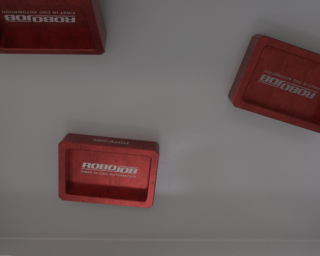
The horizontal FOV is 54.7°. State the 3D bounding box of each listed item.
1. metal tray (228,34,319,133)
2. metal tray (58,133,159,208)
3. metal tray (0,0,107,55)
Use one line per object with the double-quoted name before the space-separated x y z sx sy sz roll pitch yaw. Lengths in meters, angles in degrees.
"metal tray" 0.164 -0.054 0.389 0.131 0.030 0.089 17 109 -6
"metal tray" -0.070 0.060 0.429 0.131 0.030 0.089 6 110 -3
"metal tray" -0.130 -0.118 0.333 0.131 0.090 0.030 0 68 0
